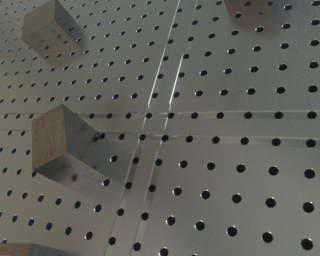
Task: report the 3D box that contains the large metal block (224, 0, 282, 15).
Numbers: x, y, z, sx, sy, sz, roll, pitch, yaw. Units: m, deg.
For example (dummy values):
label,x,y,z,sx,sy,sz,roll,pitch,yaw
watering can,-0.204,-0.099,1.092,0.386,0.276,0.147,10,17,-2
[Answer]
label,x,y,z,sx,sy,sz,roll,pitch,yaw
large metal block,0.145,-0.219,0.450,0.080,0.050,0.080,33,80,37

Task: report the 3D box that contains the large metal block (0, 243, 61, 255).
label,x,y,z,sx,sy,sz,roll,pitch,yaw
large metal block,-0.176,0.184,0.369,0.080,0.050,0.080,-9,58,23

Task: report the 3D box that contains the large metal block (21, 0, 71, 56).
label,x,y,z,sx,sy,sz,roll,pitch,yaw
large metal block,-0.232,-0.209,0.639,0.080,0.050,0.080,-23,54,14

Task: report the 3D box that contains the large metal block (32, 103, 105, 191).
label,x,y,z,sx,sy,sz,roll,pitch,yaw
large metal block,-0.124,0.028,0.419,0.050,0.080,0.080,-27,53,11
